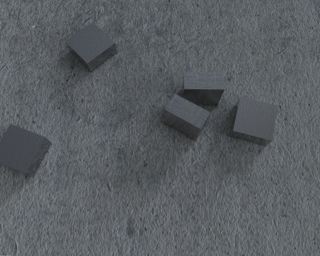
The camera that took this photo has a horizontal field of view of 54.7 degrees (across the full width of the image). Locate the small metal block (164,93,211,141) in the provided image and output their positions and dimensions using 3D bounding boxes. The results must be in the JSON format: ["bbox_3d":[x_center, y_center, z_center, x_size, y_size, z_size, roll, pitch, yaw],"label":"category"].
[{"bbox_3d":[0.033,-0.012,0.399,0.050,0.050,0.025,29,73,10],"label":"small metal block"}]

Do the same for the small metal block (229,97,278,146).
[{"bbox_3d":[0.124,-0.009,0.412,0.050,0.025,0.050,15,71,5],"label":"small metal block"}]

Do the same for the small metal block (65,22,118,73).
[{"bbox_3d":[-0.099,-0.118,0.450,0.050,0.025,0.050,-41,75,-14],"label":"small metal block"}]

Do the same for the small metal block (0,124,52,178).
[{"bbox_3d":[-0.177,0.029,0.396,0.050,0.025,0.050,20,71,7],"label":"small metal block"}]

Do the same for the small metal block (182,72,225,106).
[{"bbox_3d":[0.056,-0.052,0.414,0.050,0.050,0.025,0,70,0],"label":"small metal block"}]
